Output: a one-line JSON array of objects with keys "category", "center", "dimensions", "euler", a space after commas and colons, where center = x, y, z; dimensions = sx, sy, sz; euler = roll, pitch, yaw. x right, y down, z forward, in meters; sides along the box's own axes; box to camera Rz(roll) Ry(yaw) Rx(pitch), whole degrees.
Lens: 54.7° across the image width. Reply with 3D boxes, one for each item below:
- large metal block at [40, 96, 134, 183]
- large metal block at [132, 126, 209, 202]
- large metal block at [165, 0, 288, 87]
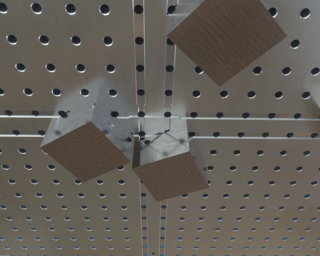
[{"category": "large metal block", "center": [-0.093, 0.018, 0.409], "dimensions": [0.080, 0.050, 0.080], "euler": [-25, 126, 19]}, {"category": "large metal block", "center": [0.016, 0.053, 0.440], "dimensions": [0.080, 0.050, 0.080], "euler": [-19, 128, 14]}, {"category": "large metal block", "center": [0.063, -0.102, 0.309], "dimensions": [0.080, 0.050, 0.080], "euler": [-37, 121, 27]}]
